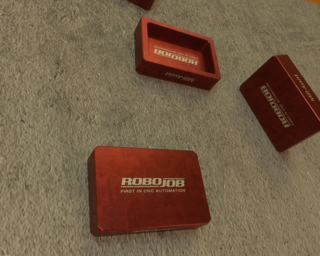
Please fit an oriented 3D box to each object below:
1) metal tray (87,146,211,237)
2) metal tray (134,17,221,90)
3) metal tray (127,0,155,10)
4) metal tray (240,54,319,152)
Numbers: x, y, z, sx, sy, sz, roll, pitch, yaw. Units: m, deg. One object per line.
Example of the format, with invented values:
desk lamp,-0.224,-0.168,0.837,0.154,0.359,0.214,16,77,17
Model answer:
metal tray,-0.012,0.070,0.351,0.131,0.030,0.090,5,60,-26
metal tray,0.027,-0.115,0.484,0.131,0.030,0.090,10,58,-23
metal tray,-0.063,-0.266,0.528,0.131,0.030,0.090,23,53,-15
metal tray,0.193,-0.038,0.488,0.030,0.090,0.130,-15,69,-34
